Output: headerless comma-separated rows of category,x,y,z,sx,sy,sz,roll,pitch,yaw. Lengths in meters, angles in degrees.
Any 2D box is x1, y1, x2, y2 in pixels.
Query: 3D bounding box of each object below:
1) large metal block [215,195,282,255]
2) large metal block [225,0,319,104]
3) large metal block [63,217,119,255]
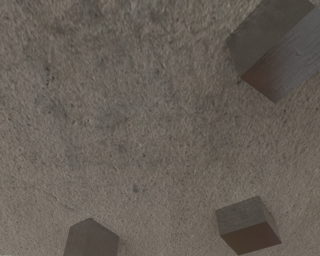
large metal block,0.154,0.172,0.540,0.080,0.050,0.080,-25,126,19
large metal block,0.117,-0.085,0.301,0.050,0.080,0.080,30,124,-23
large metal block,-0.124,0.223,0.559,0.050,0.080,0.080,-29,125,22
